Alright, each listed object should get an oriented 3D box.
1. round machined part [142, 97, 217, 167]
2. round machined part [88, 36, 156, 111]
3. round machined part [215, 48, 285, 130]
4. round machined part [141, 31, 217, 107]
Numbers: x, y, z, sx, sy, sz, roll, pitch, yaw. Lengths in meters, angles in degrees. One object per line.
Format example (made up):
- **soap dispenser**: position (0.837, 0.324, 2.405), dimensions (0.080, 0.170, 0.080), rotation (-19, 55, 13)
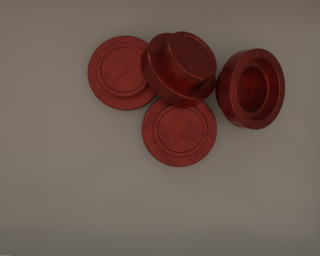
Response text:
- **round machined part**: position (0.026, 0.002, 0.403), dimensions (0.099, 0.042, 0.097), rotation (0, 90, -1)
- **round machined part**: position (-0.045, -0.072, 0.402), dimensions (0.099, 0.042, 0.097), rotation (0, 90, -1)
- **round machined part**: position (0.109, -0.048, 0.390), dimensions (0.099, 0.042, 0.097), rotation (-4, 97, -33)
- **round machined part**: position (0.030, -0.078, 0.377), dimensions (0.099, 0.042, 0.098), rotation (15, 57, -25)
